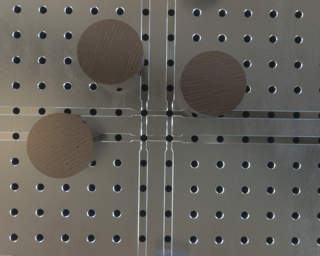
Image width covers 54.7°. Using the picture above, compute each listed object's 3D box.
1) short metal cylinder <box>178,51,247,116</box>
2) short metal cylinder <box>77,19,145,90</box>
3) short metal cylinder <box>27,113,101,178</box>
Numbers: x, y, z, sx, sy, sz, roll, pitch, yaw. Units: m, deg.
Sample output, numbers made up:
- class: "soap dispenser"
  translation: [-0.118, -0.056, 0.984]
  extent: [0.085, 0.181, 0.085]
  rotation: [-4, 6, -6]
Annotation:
- class: "short metal cylinder"
  translation: [0.065, -0.054, 0.401]
  extent: [0.081, 0.050, 0.079]
  rotation: [0, 90, 0]
- class: "short metal cylinder"
  translation: [-0.060, -0.092, 0.400]
  extent: [0.081, 0.050, 0.079]
  rotation: [0, 90, 0]
- class: "short metal cylinder"
  translation: [-0.121, 0.021, 0.400]
  extent: [0.081, 0.050, 0.079]
  rotation: [0, 90, 0]
